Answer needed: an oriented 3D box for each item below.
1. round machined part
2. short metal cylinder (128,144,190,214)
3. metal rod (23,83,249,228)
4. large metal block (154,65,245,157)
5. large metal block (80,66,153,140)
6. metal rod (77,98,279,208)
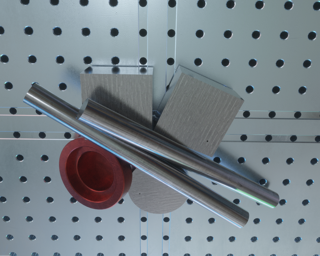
[{"bbox_3d":[-0.080,0.053,0.407,0.098,0.042,0.097,7,108,22],"label":"round machined part"},{"bbox_3d":[-0.001,0.068,0.420,0.081,0.050,0.079,0,110,0],"label":"short metal cylinder"},{"bbox_3d":[-0.017,0.040,0.369,0.301,0.025,0.025,32,107,-13],"label":"metal rod"},{"bbox_3d":[0.044,-0.022,0.387,0.080,0.050,0.080,23,108,-9],"label":"large metal block"},{"bbox_3d":[-0.049,-0.031,0.381,0.081,0.050,0.079,1,110,-1],"label":"large metal block"},{"bbox_3d":[0.041,0.042,0.385,0.301,0.025,0.025,27,108,-25],"label":"metal rod"}]
